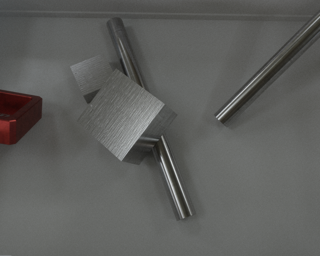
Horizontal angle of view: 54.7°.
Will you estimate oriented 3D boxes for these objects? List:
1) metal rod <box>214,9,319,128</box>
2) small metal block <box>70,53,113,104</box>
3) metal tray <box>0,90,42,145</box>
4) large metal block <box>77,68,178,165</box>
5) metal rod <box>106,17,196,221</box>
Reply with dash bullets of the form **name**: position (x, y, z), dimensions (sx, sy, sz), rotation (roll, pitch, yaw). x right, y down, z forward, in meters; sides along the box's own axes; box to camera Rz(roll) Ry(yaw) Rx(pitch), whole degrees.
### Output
- **metal rod**: position (0.184, -0.115, 0.388), dimensions (0.299, 0.025, 0.025), rotation (-46, 75, 11)
- **small metal block**: position (-0.090, -0.070, 0.434), dimensions (0.050, 0.025, 0.050), rotation (-24, 72, -9)
- **metal tray**: position (-0.223, -0.022, 0.374), dimensions (0.131, 0.090, 0.030), rotation (10, 113, -4)
- **large metal block**: position (-0.039, -0.012, 0.381), dimensions (0.080, 0.050, 0.080), rotation (38, 93, 23)
- **metal rod**: position (-0.018, -0.025, 0.418), dimensions (0.025, 0.025, 0.299), rotation (-18, 71, -7)
